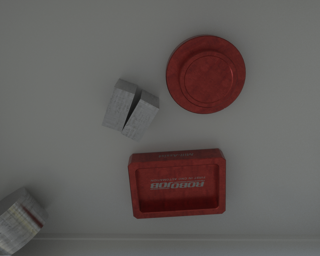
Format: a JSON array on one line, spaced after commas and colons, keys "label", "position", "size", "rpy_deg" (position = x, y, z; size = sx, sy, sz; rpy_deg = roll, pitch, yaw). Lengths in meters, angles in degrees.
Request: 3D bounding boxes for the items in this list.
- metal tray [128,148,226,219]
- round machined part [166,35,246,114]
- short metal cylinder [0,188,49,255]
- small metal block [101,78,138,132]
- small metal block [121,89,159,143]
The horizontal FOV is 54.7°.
[{"label": "metal tray", "position": [0.025, 0.079, 0.438], "size": [0.131, 0.030, 0.089], "rpy_deg": [-4, 110, 1]}, {"label": "round machined part", "position": [0.057, -0.063, 0.380], "size": [0.099, 0.042, 0.097], "rpy_deg": [0, 110, -1]}, {"label": "short metal cylinder", "position": [-0.204, 0.129, 0.427], "size": [0.080, 0.080, 0.050], "rpy_deg": [-31, 108, 10]}, {"label": "small metal block", "position": [-0.050, -0.030, 0.386], "size": [0.025, 0.050, 0.050], "rpy_deg": [19, 109, -7]}, {"label": "small metal block", "position": [-0.024, -0.016, 0.392], "size": [0.025, 0.050, 0.050], "rpy_deg": [28, 108, -10]}]
